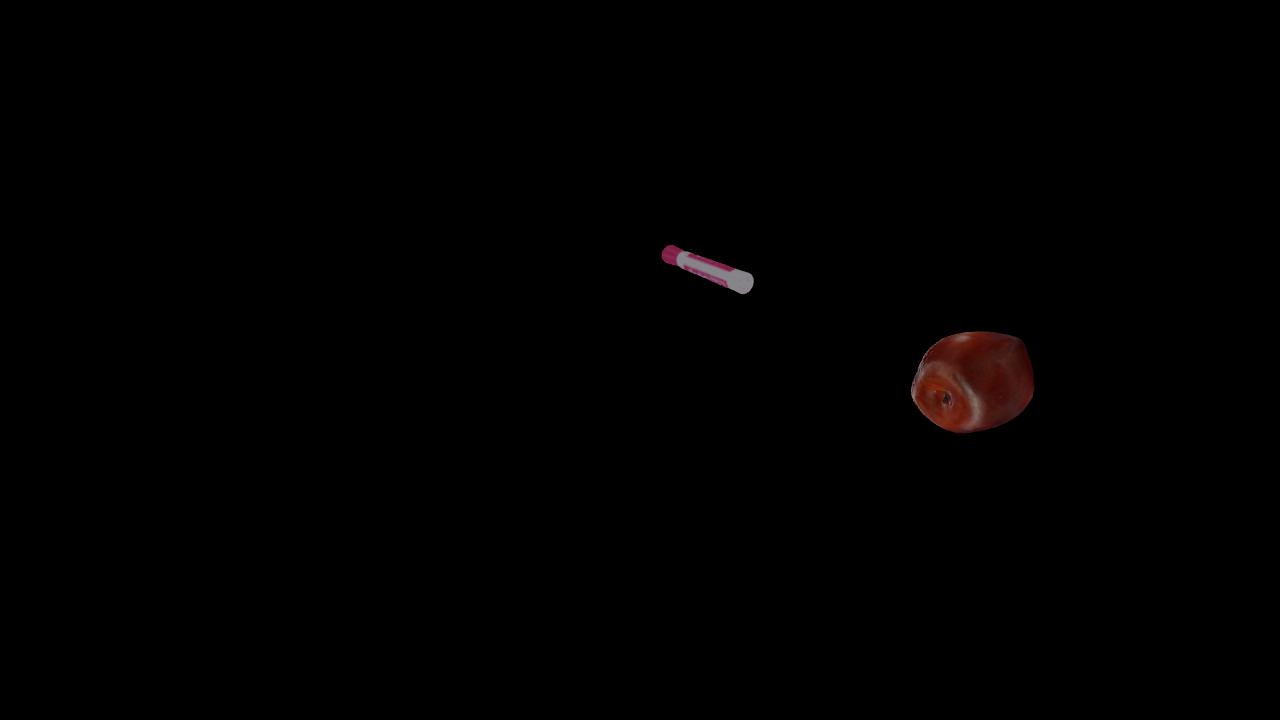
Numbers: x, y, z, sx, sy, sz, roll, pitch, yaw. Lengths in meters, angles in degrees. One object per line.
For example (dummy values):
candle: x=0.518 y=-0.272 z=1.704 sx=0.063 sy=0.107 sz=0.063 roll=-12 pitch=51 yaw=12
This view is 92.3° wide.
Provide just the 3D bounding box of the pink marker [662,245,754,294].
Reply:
pink marker: x=0.058 y=-0.087 z=0.572 sx=0.020 sy=0.020 sz=0.121 roll=0 pitch=21 yaw=-35

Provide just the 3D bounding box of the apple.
apple: x=0.260 y=0.016 z=0.477 sx=0.093 sy=0.079 sz=0.079 roll=-25 pitch=12 yaw=-27
